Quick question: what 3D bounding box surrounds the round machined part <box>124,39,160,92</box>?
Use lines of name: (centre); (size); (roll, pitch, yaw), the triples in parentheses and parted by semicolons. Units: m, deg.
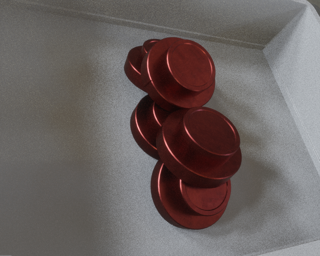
round machined part: (0.003, -0.089, 0.434); (0.099, 0.042, 0.098); (15, 40, -13)

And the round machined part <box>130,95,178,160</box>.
round machined part: (0.014, -0.008, 0.405); (0.099, 0.042, 0.098); (14, 55, -20)

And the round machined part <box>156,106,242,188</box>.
round machined part: (0.049, 0.014, 0.345); (0.099, 0.042, 0.098); (15, 45, -16)

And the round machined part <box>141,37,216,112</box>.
round machined part: (0.029, -0.070, 0.385); (0.099, 0.042, 0.098); (9, 70, -26)

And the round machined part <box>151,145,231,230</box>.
round machined part: (0.042, 0.066, 0.357); (0.099, 0.042, 0.098); (8, 73, -26)
